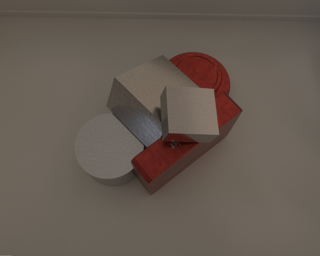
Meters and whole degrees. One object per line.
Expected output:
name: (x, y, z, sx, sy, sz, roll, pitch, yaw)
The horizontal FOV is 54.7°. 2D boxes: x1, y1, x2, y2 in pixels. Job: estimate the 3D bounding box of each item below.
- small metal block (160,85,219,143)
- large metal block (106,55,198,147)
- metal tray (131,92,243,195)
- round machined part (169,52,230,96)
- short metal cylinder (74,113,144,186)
small metal block: (0.029, -0.013, 0.312, 0.050, 0.025, 0.050, 2, 69, -14)
large metal block: (-0.003, -0.031, 0.368, 0.080, 0.050, 0.081, 45, 51, 14)
metal tray: (0.030, 0.021, 0.365, 0.131, 0.090, 0.030, -36, 74, -13)
round machined part: (0.047, -0.063, 0.422, 0.099, 0.042, 0.098, 0, 70, -1)
short metal cylinder: (-0.059, 0.028, 0.383, 0.081, 0.050, 0.080, 0, 70, 0)
